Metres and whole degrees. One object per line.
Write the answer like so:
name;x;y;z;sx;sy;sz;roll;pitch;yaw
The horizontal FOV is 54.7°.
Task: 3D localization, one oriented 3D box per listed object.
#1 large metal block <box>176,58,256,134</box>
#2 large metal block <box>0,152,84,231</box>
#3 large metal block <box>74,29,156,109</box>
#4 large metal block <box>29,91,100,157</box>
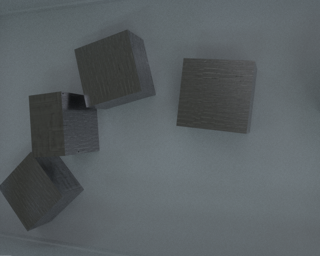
large metal block;0.070;-0.038;0.373;0.080;0.050;0.079;7;92;20
large metal block;-0.176;0.090;0.459;0.080;0.050;0.080;-44;77;14
large metal block;-0.060;-0.075;0.418;0.080;0.050;0.080;-14;85;19
large metal block;-0.129;-0.004;0.427;0.050;0.080;0.080;-5;89;20
